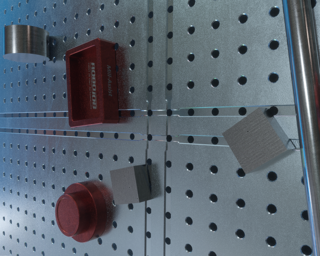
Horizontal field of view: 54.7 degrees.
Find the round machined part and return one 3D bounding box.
[{"bbox_3d":[-0.136,0.140,0.511,0.098,0.042,0.097,0,90,40],"label":"round machined part"}]

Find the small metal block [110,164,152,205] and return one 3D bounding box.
[{"bbox_3d":[-0.043,0.082,0.445,0.050,0.025,0.050,-16,80,39],"label":"small metal block"}]

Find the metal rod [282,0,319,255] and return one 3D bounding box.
[{"bbox_3d":[0.141,-0.017,0.292,0.025,0.025,0.298,-9,85,40],"label":"metal rod"}]

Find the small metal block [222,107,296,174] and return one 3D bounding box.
[{"bbox_3d":[0.102,0.013,0.325,0.050,0.025,0.050,-40,66,32],"label":"small metal block"}]

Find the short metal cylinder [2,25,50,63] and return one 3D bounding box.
[{"bbox_3d":[-0.250,-0.155,0.580,0.080,0.081,0.050,-1,89,40],"label":"short metal cylinder"}]

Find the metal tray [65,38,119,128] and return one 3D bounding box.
[{"bbox_3d":[-0.111,-0.068,0.497,0.090,0.030,0.129,-6,86,39],"label":"metal tray"}]
